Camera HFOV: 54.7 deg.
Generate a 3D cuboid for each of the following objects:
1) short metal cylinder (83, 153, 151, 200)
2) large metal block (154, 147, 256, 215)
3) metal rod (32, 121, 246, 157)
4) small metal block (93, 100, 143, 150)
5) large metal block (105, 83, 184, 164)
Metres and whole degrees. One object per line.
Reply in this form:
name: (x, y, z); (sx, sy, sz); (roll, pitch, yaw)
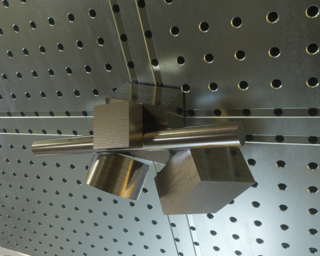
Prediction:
short metal cylinder: (-0.059, 0.062, 0.433); (0.080, 0.080, 0.050); (18, 83, 18)
large metal block: (0.051, 0.063, 0.375); (0.081, 0.050, 0.080); (8, 137, -31)
metal rod: (-0.049, 0.017, 0.378); (0.300, 0.025, 0.025); (-5, 116, 31)
small metal block: (-0.048, -0.001, 0.350); (0.050, 0.025, 0.050); (-6, 81, 31)
large metal block: (-0.017, -0.007, 0.394); (0.080, 0.050, 0.079); (10, 123, 22)
